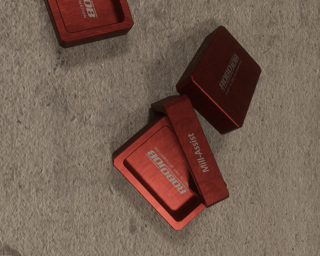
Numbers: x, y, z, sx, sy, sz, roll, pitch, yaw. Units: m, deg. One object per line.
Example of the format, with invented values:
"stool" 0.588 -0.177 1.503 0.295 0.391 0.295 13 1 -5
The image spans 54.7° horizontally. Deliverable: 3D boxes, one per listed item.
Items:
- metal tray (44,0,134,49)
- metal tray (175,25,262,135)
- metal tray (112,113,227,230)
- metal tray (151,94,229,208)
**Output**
"metal tray" -0.095 -0.171 0.371 0.091 0.030 0.129 -20 97 -19
"metal tray" 0.083 -0.066 0.409 0.090 0.030 0.130 43 50 -15
"metal tray" 0.013 0.057 0.402 0.090 0.030 0.130 -41 104 -3
"metal tray" 0.034 0.024 0.386 0.030 0.090 0.129 -25 99 -8
